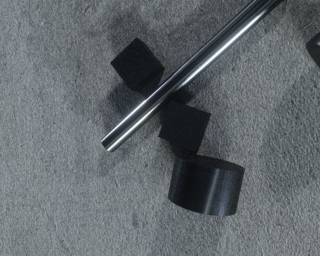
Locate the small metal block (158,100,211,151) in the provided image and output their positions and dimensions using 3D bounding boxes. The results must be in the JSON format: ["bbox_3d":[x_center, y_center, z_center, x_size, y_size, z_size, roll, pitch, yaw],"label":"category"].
[{"bbox_3d":[0.032,-0.003,0.398,0.050,0.025,0.050,21,97,18],"label":"small metal block"}]

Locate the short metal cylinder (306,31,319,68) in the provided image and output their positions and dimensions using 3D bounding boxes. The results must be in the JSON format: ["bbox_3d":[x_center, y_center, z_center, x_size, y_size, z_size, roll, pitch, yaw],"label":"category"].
[{"bbox_3d":[0.197,-0.075,0.310,0.050,0.080,0.080,-43,77,15],"label":"short metal cylinder"}]

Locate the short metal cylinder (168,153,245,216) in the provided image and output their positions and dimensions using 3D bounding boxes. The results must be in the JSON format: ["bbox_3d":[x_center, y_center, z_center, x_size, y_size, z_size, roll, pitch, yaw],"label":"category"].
[{"bbox_3d":[0.053,0.063,0.361,0.080,0.080,0.050,12,94,19],"label":"short metal cylinder"}]

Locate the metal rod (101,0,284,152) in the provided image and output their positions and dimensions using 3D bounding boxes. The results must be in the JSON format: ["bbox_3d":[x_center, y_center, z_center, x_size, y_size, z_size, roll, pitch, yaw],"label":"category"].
[{"bbox_3d":[0.036,-0.071,0.396,0.299,0.025,0.025,-41,77,15],"label":"metal rod"}]

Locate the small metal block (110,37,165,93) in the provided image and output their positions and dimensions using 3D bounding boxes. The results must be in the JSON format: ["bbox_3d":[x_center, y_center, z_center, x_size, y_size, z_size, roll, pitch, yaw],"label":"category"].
[{"bbox_3d":[-0.030,-0.084,0.420,0.050,0.025,0.050,-40,78,15],"label":"small metal block"}]
